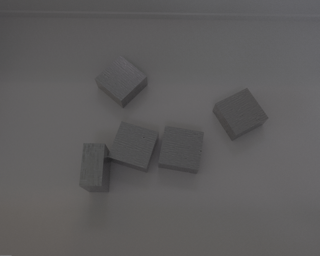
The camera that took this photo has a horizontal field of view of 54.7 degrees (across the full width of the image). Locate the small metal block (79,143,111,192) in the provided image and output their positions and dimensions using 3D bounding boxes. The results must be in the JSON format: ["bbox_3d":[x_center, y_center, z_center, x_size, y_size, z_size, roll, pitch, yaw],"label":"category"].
[{"bbox_3d":[-0.077,0.050,0.378,0.025,0.050,0.050,1,70,1],"label":"small metal block"}]

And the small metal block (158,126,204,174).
[{"bbox_3d":[0.027,0.028,0.399,0.050,0.025,0.050,10,70,3],"label":"small metal block"}]

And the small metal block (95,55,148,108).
[{"bbox_3d":[-0.053,-0.064,0.433,0.050,0.025,0.050,40,75,13],"label":"small metal block"}]

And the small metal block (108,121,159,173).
[{"bbox_3d":[-0.033,0.025,0.400,0.050,0.025,0.050,16,71,5],"label":"small metal block"}]

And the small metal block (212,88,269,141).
[{"bbox_3d":[0.107,-0.018,0.417,0.050,0.025,0.050,-27,72,-10],"label":"small metal block"}]
